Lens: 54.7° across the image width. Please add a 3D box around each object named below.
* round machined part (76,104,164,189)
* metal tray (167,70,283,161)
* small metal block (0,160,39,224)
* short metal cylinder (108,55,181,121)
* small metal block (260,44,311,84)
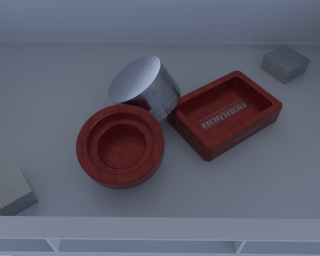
[{"bbox_3d":[-0.043,0.024,0.363,0.099,0.042,0.098,-1,64,3],"label":"round machined part"},{"bbox_3d":[0.086,-0.022,0.420,0.131,0.030,0.090,-27,56,-22],"label":"metal tray"},{"bbox_3d":[-0.172,0.071,0.343,0.050,0.025,0.050,-30,57,-23],"label":"small metal block"},{"bbox_3d":[-0.020,-0.049,0.407,0.080,0.050,0.080,-23,42,23],"label":"short metal cylinder"},{"bbox_3d":[0.199,-0.102,0.494,0.050,0.025,0.050,-28,56,-22],"label":"small metal block"}]
